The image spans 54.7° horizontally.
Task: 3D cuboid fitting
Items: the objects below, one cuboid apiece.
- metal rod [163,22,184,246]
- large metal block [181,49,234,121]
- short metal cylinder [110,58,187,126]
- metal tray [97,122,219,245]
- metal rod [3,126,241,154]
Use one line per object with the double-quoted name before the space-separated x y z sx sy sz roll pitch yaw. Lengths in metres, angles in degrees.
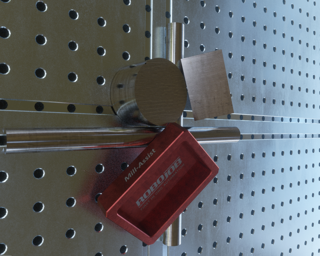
"metal rod" 0.019 0.008 0.425 0.025 0.025 0.298 1 90 -40
"large metal block" 0.065 -0.061 0.421 0.080 0.050 0.080 -58 136 -73
"short metal cylinder" -0.013 -0.042 0.381 0.081 0.050 0.079 0 90 -40
"metal tray" 0.002 0.068 0.374 0.130 0.030 0.090 -46 126 -7
"metal rod" -0.018 0.011 0.372 0.303 0.025 0.025 -1 91 -33
